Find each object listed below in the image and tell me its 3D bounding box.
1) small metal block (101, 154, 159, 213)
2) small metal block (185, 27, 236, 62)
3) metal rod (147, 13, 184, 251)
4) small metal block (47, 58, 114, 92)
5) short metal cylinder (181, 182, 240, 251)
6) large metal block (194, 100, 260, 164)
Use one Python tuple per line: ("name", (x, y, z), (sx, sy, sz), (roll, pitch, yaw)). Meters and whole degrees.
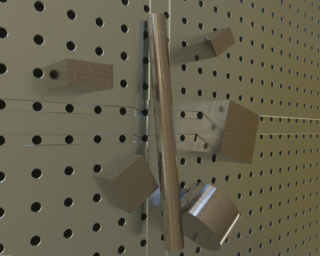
("small metal block", (-0.035, 0.067, 0.382), (0.050, 0.025, 0.050), (-39, 114, -33))
("small metal block", (0.074, -0.123, 0.457), (0.050, 0.050, 0.025), (-40, 115, -33))
("metal rod", (0.007, 0.003, 0.399), (0.025, 0.025, 0.298), (-2, 86, -40))
("small metal block", (-0.084, -0.053, 0.324), (0.050, 0.050, 0.025), (-1, 91, -40))
("short metal cylinder", (0.061, 0.122, 0.427), (0.050, 0.080, 0.080), (-45, 118, -31))
("large metal block", (0.106, 0.008, 0.485), (0.080, 0.050, 0.080), (20, 77, -39))
